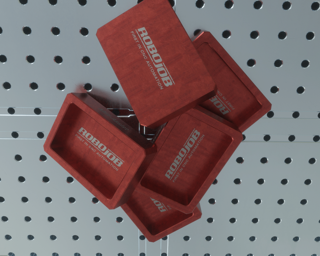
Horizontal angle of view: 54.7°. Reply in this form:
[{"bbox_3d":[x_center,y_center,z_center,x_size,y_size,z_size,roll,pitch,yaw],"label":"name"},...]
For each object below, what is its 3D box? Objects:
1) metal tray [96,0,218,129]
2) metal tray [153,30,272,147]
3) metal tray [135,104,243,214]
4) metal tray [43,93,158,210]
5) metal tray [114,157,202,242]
[{"bbox_3d":[-0.005,-0.075,0.351,0.090,0.030,0.130,-29,78,9],"label":"metal tray"},{"bbox_3d":[0.065,-0.046,0.394,0.090,0.030,0.130,-42,106,13],"label":"metal tray"},{"bbox_3d":[0.031,0.037,0.393,0.090,0.030,0.129,27,108,-10],"label":"metal tray"},{"bbox_3d":[-0.078,0.026,0.386,0.130,0.030,0.089,36,108,19],"label":"metal tray"},{"bbox_3d":[-0.011,0.093,0.445,0.090,0.030,0.130,-31,108,10],"label":"metal tray"}]
